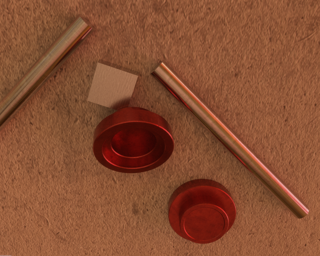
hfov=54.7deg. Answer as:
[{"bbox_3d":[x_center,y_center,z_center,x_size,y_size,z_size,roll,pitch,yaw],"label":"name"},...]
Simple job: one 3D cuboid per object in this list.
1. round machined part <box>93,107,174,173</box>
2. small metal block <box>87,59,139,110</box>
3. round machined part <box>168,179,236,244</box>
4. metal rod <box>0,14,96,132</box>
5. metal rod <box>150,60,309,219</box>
[{"bbox_3d":[-0.033,0.011,0.391,0.099,0.042,0.097,-5,136,-4],"label":"round machined part"},{"bbox_3d":[-0.058,-0.053,0.390,0.050,0.025,0.050,18,109,-7],"label":"small metal block"},{"bbox_3d":[0.061,0.127,0.448,0.099,0.042,0.097,0,110,0],"label":"round machined part"},{"bbox_3d":[-0.194,-0.027,0.397,0.299,0.025,0.025,-42,105,13],"label":"metal rod"},{"bbox_3d":[0.102,0.024,0.419,0.300,0.025,0.025,43,104,-15],"label":"metal rod"}]
